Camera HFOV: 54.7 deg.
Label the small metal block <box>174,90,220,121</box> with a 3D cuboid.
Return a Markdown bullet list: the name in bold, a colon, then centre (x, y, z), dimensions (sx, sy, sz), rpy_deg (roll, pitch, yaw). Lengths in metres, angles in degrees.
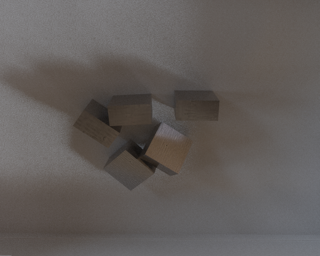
- **small metal block**: centre (0.044, -0.029, 0.388), dimensions (0.050, 0.050, 0.025), rpy_deg (0, 110, -1)

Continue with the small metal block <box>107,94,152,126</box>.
- **small metal block**: centre (-0.036, -0.024, 0.389), dimensions (0.050, 0.050, 0.025), rpy_deg (-3, 110, 0)

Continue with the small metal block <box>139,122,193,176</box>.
- **small metal block**: centre (0.008, 0.028, 0.408), dimensions (0.050, 0.025, 0.050), rpy_deg (32, 66, -12)

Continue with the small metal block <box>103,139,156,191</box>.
- **small metal block**: centre (-0.040, 0.051, 0.423), dimensions (0.050, 0.025, 0.050), rpy_deg (42, 121, -14)

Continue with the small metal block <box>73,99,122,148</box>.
- **small metal block**: centre (-0.076, -0.007, 0.394), dimensions (0.050, 0.050, 0.025), rpy_deg (34, 106, -12)
